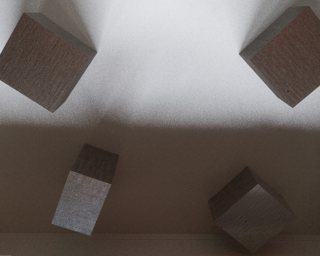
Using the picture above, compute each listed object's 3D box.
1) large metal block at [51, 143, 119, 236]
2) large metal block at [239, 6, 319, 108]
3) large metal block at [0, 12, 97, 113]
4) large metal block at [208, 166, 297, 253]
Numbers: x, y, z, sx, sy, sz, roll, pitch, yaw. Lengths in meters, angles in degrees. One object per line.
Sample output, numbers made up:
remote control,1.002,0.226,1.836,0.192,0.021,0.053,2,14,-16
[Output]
large metal block,-0.096,0.078,0.409,0.050,0.080,0.079,21,109,-8
large metal block,0.157,-0.085,0.369,0.080,0.050,0.080,-43,105,14
large metal block,-0.135,-0.078,0.367,0.080,0.050,0.080,34,106,-12
large metal block,0.129,0.116,0.443,0.080,0.050,0.080,40,105,-14
